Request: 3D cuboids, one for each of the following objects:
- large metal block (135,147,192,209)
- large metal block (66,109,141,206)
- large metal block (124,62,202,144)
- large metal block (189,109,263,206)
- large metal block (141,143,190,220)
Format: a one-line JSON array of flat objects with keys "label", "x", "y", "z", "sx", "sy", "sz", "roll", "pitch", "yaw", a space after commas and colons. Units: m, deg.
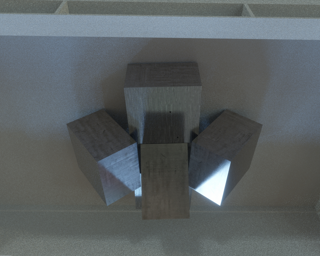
[{"label": "large metal block", "x": 0.005, "y": 0.075, "z": 0.455, "sx": 0.081, "sy": 0.050, "sz": 0.079, "roll": 0, "pitch": 130, "yaw": -1}, {"label": "large metal block", "x": -0.070, "y": 0.036, "z": 0.391, "sx": 0.050, "sy": 0.080, "sz": 0.079, "roll": -27, "pitch": 137, "yaw": -26}, {"label": "large metal block", "x": 0.004, "y": -0.028, "z": 0.363, "sx": 0.080, "sy": 0.050, "sz": 0.079, "roll": -1, "pitch": 130, "yaw": 1}, {"label": "large metal block", "x": 0.081, "y": 0.036, "z": 0.393, "sx": 0.050, "sy": 0.080, "sz": 0.079, "roll": 28, "pitch": 137, "yaw": 28}, {"label": "large metal block", "x": 0.005, "y": 0.059, "z": 0.369, "sx": 0.050, "sy": 0.080, "sz": 0.080, "roll": -1, "pitch": 86, "yaw": -1}]
